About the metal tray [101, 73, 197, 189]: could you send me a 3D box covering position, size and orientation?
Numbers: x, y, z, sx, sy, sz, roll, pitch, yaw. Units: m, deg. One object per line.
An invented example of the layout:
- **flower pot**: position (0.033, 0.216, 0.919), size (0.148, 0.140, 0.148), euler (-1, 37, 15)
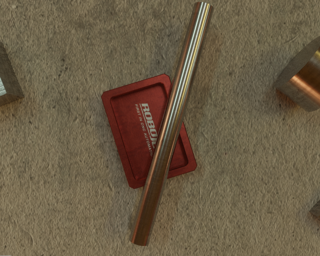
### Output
- **metal tray**: position (-0.014, 0.004, 0.407), size (0.090, 0.030, 0.129), euler (-17, 90, -1)

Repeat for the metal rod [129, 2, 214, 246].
- **metal rod**: position (0.014, -0.005, 0.379), size (0.025, 0.025, 0.298), euler (16, 90, -1)

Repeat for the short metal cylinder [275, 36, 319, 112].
- **short metal cylinder**: position (0.191, -0.066, 0.385), size (0.050, 0.080, 0.080), euler (38, 90, 0)

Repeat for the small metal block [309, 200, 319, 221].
- **small metal block**: position (0.240, 0.113, 0.413), size (0.050, 0.025, 0.050), euler (42, 90, -1)

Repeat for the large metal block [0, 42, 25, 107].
- **large metal block**: position (-0.236, -0.064, 0.394), size (0.080, 0.050, 0.080), euler (-22, 90, -1)
